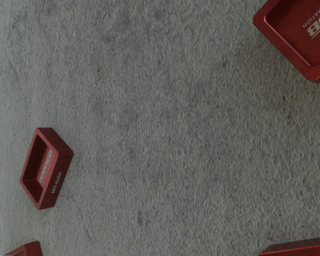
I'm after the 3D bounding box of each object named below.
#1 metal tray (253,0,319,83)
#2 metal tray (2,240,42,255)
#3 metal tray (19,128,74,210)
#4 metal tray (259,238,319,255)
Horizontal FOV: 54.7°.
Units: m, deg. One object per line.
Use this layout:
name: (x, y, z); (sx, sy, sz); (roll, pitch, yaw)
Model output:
metal tray: (0.159, -0.114, 0.270); (0.129, 0.030, 0.090); (-47, 62, 29)
metal tray: (-0.281, 0.293, 0.634); (0.130, 0.030, 0.090); (-33, 70, 35)
metal tray: (-0.215, 0.075, 0.579); (0.090, 0.030, 0.129); (38, 113, 33)
metal tray: (0.154, 0.168, 0.275); (0.090, 0.030, 0.129); (-28, 73, 36)
